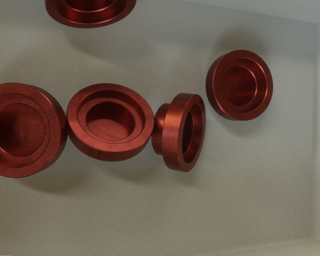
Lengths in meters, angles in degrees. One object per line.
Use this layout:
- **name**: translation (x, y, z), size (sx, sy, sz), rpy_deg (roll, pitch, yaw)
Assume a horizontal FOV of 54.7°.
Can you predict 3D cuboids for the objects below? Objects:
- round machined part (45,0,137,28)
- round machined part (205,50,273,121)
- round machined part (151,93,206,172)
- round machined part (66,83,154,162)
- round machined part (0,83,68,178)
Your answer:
- **round machined part**: translation (-0.079, -0.154, 0.345), size (0.099, 0.098, 0.042), rpy_deg (-9, 81, -20)
- **round machined part**: translation (0.108, -0.059, 0.443), size (0.099, 0.042, 0.097), rpy_deg (0, 90, -21)
- **round machined part**: translation (0.023, 0.004, 0.393), size (0.098, 0.042, 0.097), rpy_deg (8, 91, -65)
- **round machined part**: translation (-0.059, -0.003, 0.364), size (0.099, 0.042, 0.098), rpy_deg (9, 53, -12)
- **round machined part**: translation (-0.147, 0.002, 0.335), size (0.099, 0.042, 0.097), rpy_deg (0, 93, 4)
